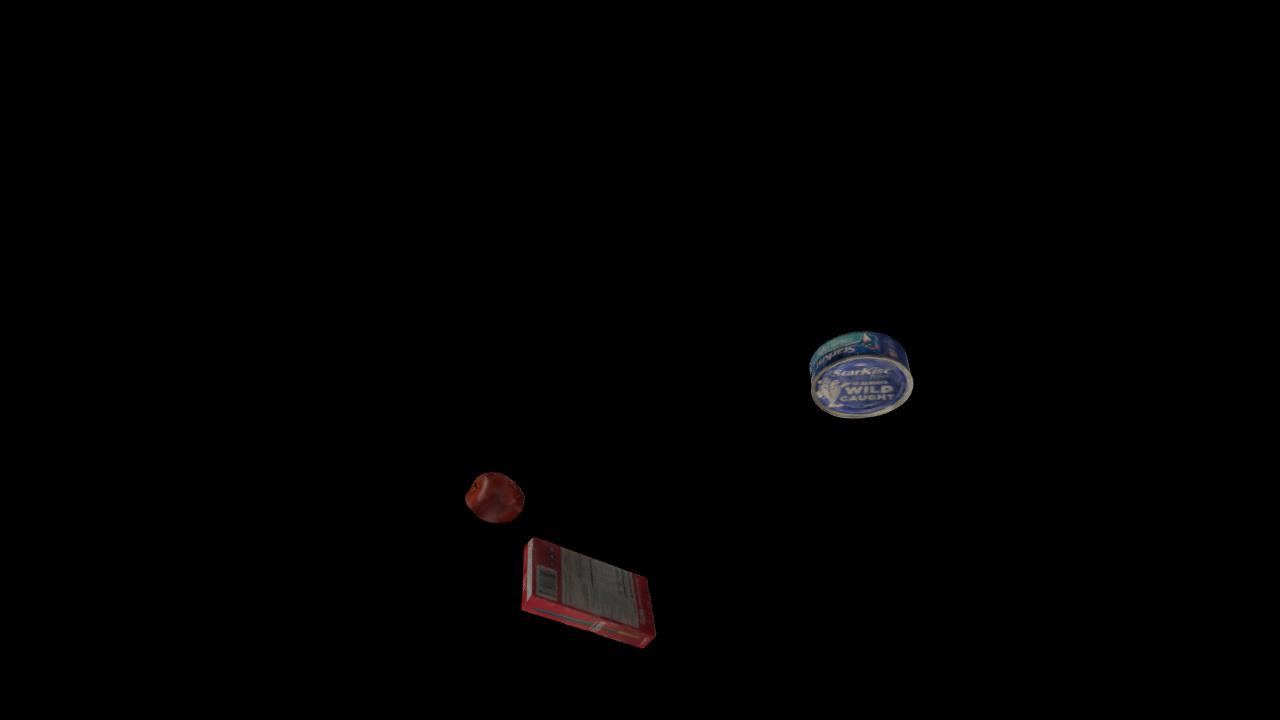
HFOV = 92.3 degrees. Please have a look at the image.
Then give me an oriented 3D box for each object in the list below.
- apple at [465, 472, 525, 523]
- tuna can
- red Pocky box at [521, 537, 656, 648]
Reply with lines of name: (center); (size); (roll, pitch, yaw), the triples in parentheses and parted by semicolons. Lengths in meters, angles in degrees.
apple: (-0.230, 0.219, 0.978); (0.093, 0.079, 0.079); (39, -23, -32)
tuna can: (0.192, 0.014, 0.540); (0.084, 0.034, 0.084); (5, -41, 4)
red Pocky box: (-0.056, 0.256, 0.674); (0.155, 0.028, 0.083); (28, 21, -22)
